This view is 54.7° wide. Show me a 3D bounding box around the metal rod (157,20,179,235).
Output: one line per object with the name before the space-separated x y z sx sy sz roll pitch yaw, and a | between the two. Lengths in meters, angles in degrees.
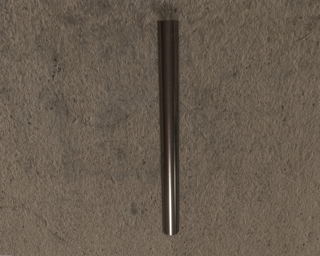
metal rod | 0.013 0.014 0.414 0.025 0.025 0.298 -1 110 0
